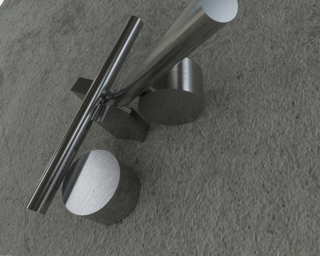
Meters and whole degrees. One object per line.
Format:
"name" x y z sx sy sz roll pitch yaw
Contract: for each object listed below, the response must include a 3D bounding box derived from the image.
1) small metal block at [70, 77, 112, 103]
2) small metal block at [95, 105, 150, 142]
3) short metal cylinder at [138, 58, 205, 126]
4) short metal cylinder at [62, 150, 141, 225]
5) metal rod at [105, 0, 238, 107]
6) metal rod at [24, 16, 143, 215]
"small metal block" -0.098 -0.049 0.469 0.050 0.050 0.025 18 71 35
"small metal block" -0.050 -0.006 0.418 0.050 0.050 0.025 8 66 31
"short metal cylinder" 0.014 -0.045 0.389 0.080 0.080 0.050 -12 57 22
"short metal cylinder" -0.071 0.073 0.380 0.080 0.050 0.080 -13 56 21
"metal rod" -0.017 -0.052 0.318 0.025 0.025 0.299 -63 14 -17
"metal rod" -0.091 -0.032 0.413 0.025 0.025 0.300 8 64 32
